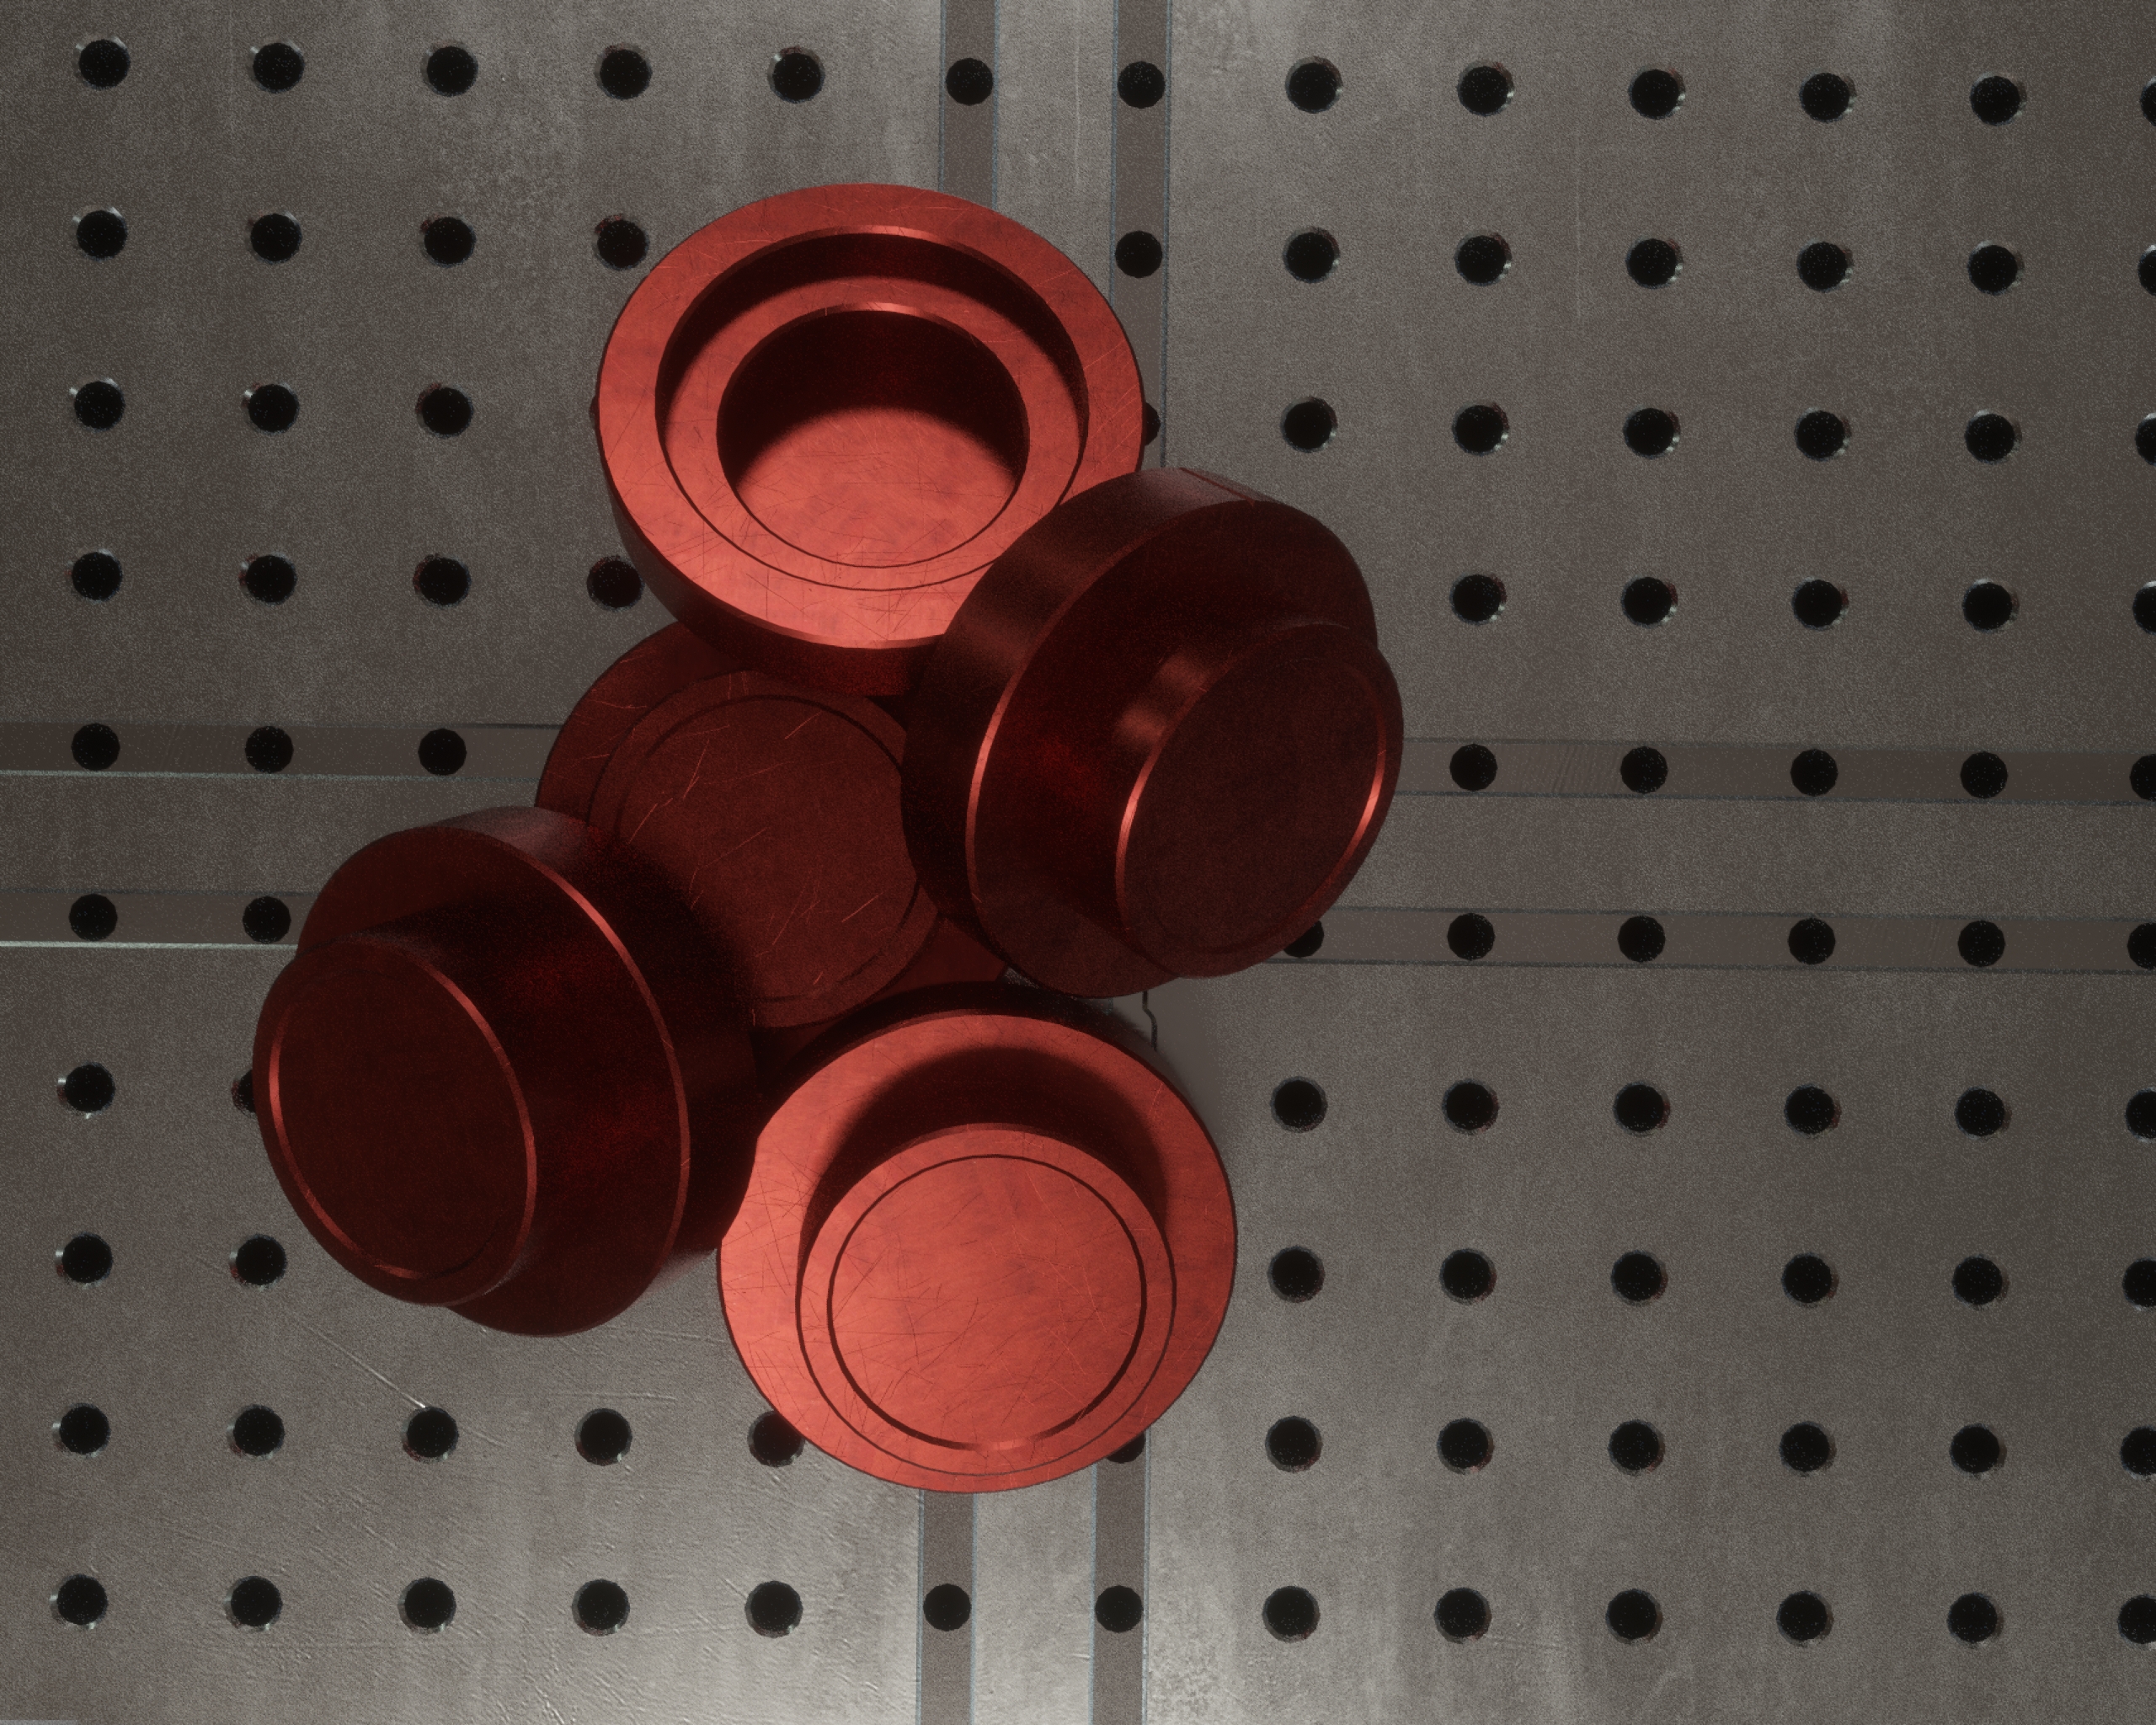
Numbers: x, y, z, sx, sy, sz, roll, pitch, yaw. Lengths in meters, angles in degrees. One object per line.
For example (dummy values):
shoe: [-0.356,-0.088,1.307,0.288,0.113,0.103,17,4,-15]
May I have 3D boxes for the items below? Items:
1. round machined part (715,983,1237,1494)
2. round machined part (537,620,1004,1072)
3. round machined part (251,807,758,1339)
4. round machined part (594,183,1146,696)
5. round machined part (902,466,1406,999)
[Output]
round machined part: [-0.018,0.075,0.392,0.099,0.042,0.097,-1,102,-6]
round machined part: [-0.057,-0.003,0.403,0.099,0.042,0.097,0,90,-1]
round machined part: [-0.110,0.041,0.380,0.098,0.042,0.097,8,106,28]
round machined part: [-0.038,-0.075,0.393,0.099,0.042,0.098,2,69,-5]
round machined part: [0.020,-0.018,0.376,0.042,0.098,0.098,34,90,41]
